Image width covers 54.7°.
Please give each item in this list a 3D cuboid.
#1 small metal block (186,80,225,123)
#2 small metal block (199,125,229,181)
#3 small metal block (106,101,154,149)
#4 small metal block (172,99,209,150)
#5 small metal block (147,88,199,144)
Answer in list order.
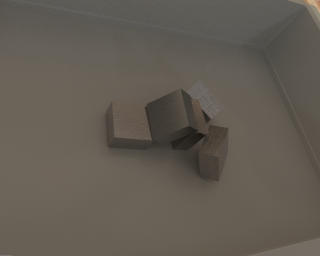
[{"bbox_3d":[0.060,-0.035,0.440,0.025,0.050,0.050,-41,85,-7],"label":"small metal block"},{"bbox_3d":[0.071,0.033,0.404,0.025,0.050,0.050,11,48,20],"label":"small metal block"},{"bbox_3d":[-0.038,-0.003,0.385,0.050,0.025,0.050,6,59,-25],"label":"small metal block"},{"bbox_3d":[0.034,-0.004,0.411,0.025,0.050,0.050,1,61,-28],"label":"small metal block"},{"bbox_3d":[0.015,-0.013,0.382,0.025,0.050,0.050,26,48,-54],"label":"small metal block"}]
